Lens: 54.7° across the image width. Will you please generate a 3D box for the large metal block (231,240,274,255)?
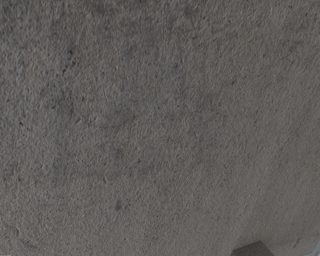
[{"bbox_3d":[0.200,0.308,0.691,0.081,0.050,0.079,-7,122,-25],"label":"large metal block"}]
